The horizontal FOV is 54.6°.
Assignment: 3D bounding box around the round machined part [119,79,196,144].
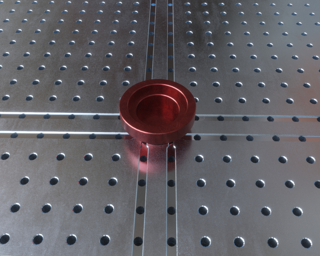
[{"bbox_3d":[-0.003,-0.017,0.410,0.099,0.042,0.098,0,50,0],"label":"round machined part"}]
